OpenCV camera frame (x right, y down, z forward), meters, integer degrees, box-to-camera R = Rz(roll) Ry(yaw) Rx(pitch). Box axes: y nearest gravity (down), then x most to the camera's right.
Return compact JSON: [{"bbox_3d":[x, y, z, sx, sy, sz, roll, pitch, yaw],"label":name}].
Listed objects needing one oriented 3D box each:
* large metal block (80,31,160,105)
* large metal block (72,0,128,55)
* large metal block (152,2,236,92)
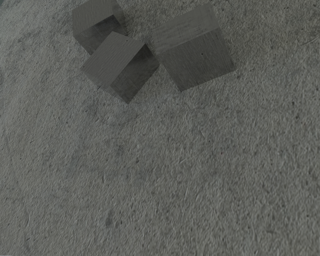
[{"bbox_3d":[-0.062,-0.094,0.479,0.080,0.050,0.080,31,79,38],"label":"large metal block"},{"bbox_3d":[-0.110,-0.192,0.564,0.080,0.050,0.080,-24,53,14],"label":"large metal block"},{"bbox_3d":[0.046,-0.103,0.408,0.080,0.080,0.050,-20,54,16],"label":"large metal block"}]
